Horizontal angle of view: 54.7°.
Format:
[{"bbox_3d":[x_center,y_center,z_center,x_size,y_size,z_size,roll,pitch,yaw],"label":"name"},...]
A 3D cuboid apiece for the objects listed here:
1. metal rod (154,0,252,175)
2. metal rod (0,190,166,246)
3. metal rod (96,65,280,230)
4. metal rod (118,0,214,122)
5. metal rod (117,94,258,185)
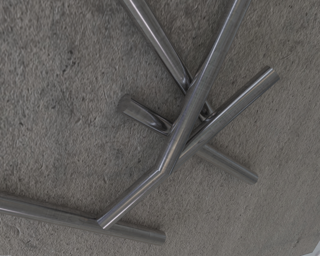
[{"bbox_3d":[0.063,-0.083,0.363,0.025,0.025,0.298,17,101,-35],"label":"metal rod"},{"bbox_3d":[-0.104,0.129,0.429,0.301,0.025,0.025,28,103,-38],"label":"metal rod"},{"bbox_3d":[0.032,0.029,0.409,0.300,0.025,0.025,-42,130,6],"label":"metal rod"},{"bbox_3d":[0.001,-0.094,0.348,0.025,0.025,0.300,-40,130,-1],"label":"metal rod"},{"bbox_3d":[0.060,0.030,0.457,0.301,0.025,0.025,30,102,-38],"label":"metal rod"}]
